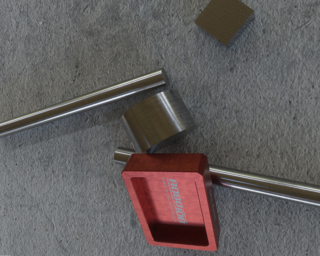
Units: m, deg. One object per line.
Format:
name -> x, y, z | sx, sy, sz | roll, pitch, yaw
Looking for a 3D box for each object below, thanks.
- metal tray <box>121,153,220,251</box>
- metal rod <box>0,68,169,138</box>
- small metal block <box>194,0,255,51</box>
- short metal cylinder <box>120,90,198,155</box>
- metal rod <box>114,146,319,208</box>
metal tray -> 0.017, 0.089, 0.363 | 0.090, 0.030, 0.129 | -2, 124, 19
metal rod -> -0.131, -0.030, 0.453 | 0.301, 0.025, 0.025 | -15, 85, 19
small metal block -> 0.079, -0.133, 0.381 | 0.050, 0.025, 0.050 | 42, 103, 15
short metal cylinder -> -0.002, -0.005, 0.380 | 0.080, 0.080, 0.050 | -31, 80, 17
metal rod -> 0.083, 0.061, 0.379 | 0.301, 0.025, 0.025 | 9, 93, 19
